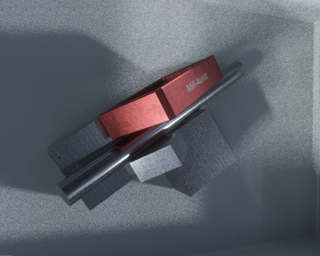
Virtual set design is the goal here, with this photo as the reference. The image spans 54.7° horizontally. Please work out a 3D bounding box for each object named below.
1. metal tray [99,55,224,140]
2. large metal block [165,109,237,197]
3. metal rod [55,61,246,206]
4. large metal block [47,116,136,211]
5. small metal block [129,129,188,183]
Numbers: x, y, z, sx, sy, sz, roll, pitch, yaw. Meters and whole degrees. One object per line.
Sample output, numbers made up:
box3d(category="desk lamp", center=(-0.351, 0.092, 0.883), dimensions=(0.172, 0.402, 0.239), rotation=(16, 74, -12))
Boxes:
box3d(category="metal tray", center=(0.006, -0.037, 0.349), dimensions=(0.131, 0.090, 0.030), rotation=(-40, 107, -49))
box3d(category="large metal block", center=(0.040, 0.031, 0.412), dimensions=(0.080, 0.050, 0.080), rotation=(-35, 102, -17))
box3d(category="metal rod", center=(0.011, -0.011, 0.375), dimensions=(0.302, 0.025, 0.025), rotation=(-36, 102, -32))
box3d(category="large metal block", center=(-0.075, 0.036, 0.367), dimensions=(0.080, 0.050, 0.080), rotation=(-35, 102, -17))
box3d(category="small metal block", center=(0.000, 0.030, 0.345), dimensions=(0.050, 0.050, 0.025), rotation=(-25, 101, 19))
